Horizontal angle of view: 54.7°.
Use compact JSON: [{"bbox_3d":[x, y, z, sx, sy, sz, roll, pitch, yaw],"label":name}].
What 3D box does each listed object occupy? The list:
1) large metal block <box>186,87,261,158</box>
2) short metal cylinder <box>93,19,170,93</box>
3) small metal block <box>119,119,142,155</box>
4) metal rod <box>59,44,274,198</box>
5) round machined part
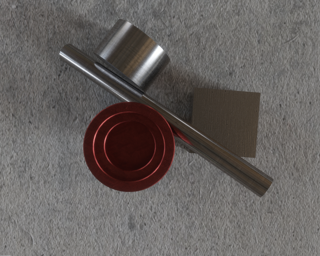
[{"bbox_3d":[0.079,-0.007,0.400,0.081,0.050,0.079,4,90,-1],"label":"large metal block"},{"bbox_3d":[-0.035,-0.087,0.383,0.080,0.080,0.050,37,90,-1],"label":"short metal cylinder"},{"bbox_3d":[-0.037,0.008,0.399,0.025,0.050,0.050,-2,90,0],"label":"small metal block"},{"bbox_3d":[-0.003,-0.017,0.374,0.300,0.025,0.025,35,90,14],"label":"metal rod"},{"bbox_3d":[-0.033,0.020,0.353,0.099,0.042,0.097,0,91,-1],"label":"round machined part"}]
